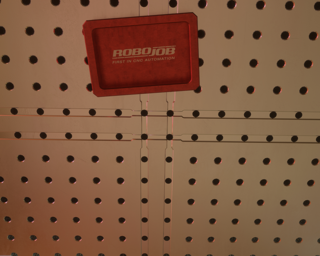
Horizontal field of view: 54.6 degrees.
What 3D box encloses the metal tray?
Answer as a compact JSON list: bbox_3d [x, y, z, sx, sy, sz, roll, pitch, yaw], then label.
[{"bbox_3d":[-0.020,-0.089,0.377,0.131,0.030,0.089,-4,110,1],"label":"metal tray"}]
